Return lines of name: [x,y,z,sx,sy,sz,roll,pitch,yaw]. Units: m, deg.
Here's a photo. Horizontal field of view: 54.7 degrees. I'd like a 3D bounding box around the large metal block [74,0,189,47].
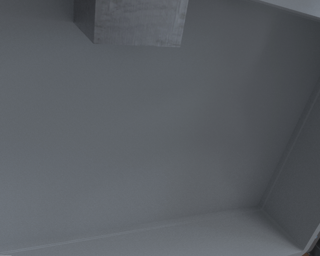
large metal block: [-0.031,-0.112,0.287,0.081,0.080,0.050,-5,121,-26]
